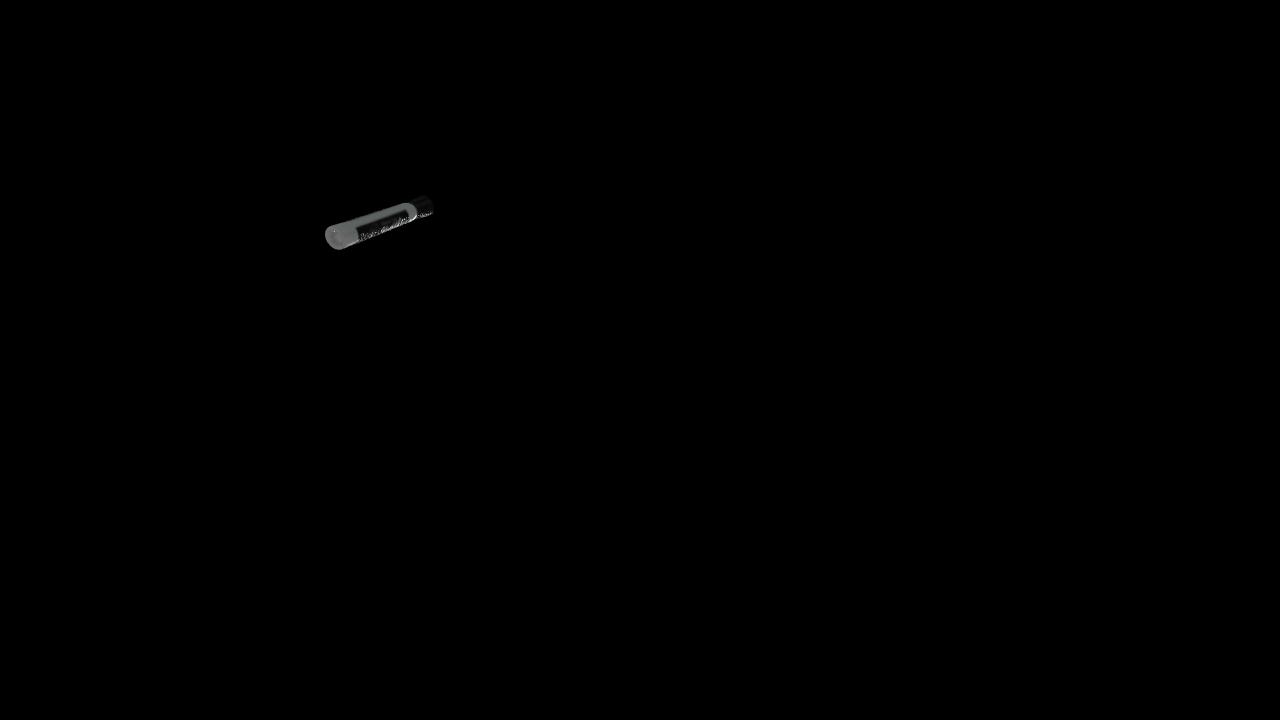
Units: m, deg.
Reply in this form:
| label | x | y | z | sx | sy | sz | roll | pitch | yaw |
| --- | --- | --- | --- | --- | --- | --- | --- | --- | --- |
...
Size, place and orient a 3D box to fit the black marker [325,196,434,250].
| label | x | y | z | sx | sy | sz | roll | pitch | yaw |
| --- | --- | --- | --- | --- | --- | --- | --- | --- | --- |
| black marker | -0.216 | -0.119 | 0.523 | 0.020 | 0.020 | 0.121 | 0 | 25 | 20 |
